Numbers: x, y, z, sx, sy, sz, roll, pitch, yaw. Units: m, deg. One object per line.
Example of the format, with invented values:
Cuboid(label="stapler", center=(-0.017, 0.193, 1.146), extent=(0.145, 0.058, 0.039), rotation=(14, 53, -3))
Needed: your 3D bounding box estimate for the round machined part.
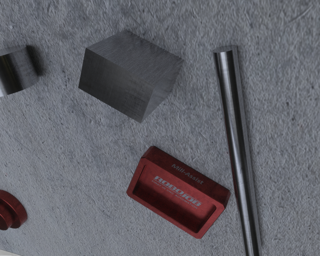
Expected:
Cuboid(label="round machined part", center=(-0.353, 0.190, 0.695), extent=(0.098, 0.042, 0.097), rotation=(13, 124, 20))

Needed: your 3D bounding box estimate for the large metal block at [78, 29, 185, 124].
Cuboid(label="large metal block", center=(-0.030, -0.061, 0.348), extent=(0.080, 0.080, 0.050), rotation=(30, 128, 9))

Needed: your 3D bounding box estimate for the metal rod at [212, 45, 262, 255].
Cuboid(label="metal rod", center=(0.100, 0.049, 0.383), extent=(0.025, 0.025, 0.298), rotation=(0, 119, 28))

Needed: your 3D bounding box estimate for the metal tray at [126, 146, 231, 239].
Cuboid(label="metal tray", center=(0.023, 0.094, 0.448), extent=(0.130, 0.030, 0.089), rotation=(30, 128, 8))

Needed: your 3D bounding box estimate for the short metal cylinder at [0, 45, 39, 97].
Cuboid(label="short metal cylinder", center=(-0.219, -0.080, 0.434), extent=(0.080, 0.080, 0.050), rotation=(2, 119, 27))
